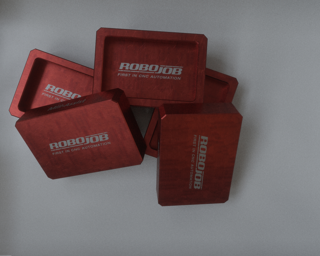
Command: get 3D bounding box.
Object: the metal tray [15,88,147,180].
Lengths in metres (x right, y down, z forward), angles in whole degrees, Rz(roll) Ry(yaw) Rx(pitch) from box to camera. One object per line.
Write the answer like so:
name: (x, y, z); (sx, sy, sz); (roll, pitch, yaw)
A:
metal tray: (-0.092, 0.011, 0.372); (0.130, 0.030, 0.090); (-12, 120, 15)

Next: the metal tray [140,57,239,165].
metal tray: (0.037, -0.016, 0.408); (0.090, 0.030, 0.129); (19, 90, -1)

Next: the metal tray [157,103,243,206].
metal tray: (0.043, 0.034, 0.376); (0.091, 0.030, 0.129); (-1, 119, -6)

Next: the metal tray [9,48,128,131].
metal tray: (-0.115, -0.038, 0.404); (0.131, 0.030, 0.090); (20, 90, -1)

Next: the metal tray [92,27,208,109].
metal tray: (-0.012, -0.069, 0.377); (0.131, 0.030, 0.089); (4, 90, -1)
